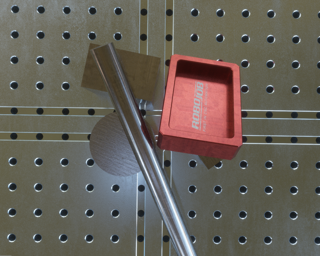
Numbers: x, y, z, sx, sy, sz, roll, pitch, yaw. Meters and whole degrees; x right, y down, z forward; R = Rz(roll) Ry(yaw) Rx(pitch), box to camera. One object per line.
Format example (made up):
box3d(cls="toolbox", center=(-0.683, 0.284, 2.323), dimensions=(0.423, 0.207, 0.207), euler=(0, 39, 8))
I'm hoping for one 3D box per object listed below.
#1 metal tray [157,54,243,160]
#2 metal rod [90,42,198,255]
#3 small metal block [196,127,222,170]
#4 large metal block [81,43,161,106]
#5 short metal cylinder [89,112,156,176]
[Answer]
box3d(cls="metal tray", center=(0.050, -0.030, 0.376), dimensions=(0.091, 0.030, 0.130), euler=(9, 54, -1))
box3d(cls="metal rod", center=(-0.009, 0.048, 0.364), dimensions=(0.025, 0.025, 0.298), euler=(-21, 110, 0))
box3d(cls="small metal block", center=(0.054, 0.023, 0.402), dimensions=(0.025, 0.050, 0.050), euler=(-36, 91, 0))
box3d(cls="large metal block", center=(-0.044, -0.063, 0.385), dimensions=(0.080, 0.080, 0.050), euler=(12, 90, -1))
box3d(cls="short metal cylinder", center=(-0.045, 0.019, 0.400), dimensions=(0.081, 0.050, 0.079), euler=(0, 90, -1))
